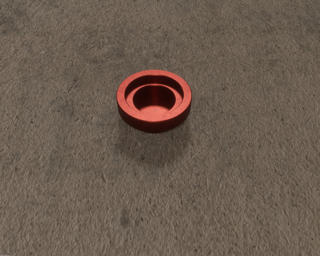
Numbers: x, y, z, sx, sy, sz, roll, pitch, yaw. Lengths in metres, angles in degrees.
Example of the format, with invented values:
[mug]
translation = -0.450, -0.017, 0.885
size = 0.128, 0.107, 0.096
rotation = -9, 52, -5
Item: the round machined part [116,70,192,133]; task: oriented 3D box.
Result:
[round machined part]
translation = -0.008, -0.031, 0.418
size = 0.099, 0.042, 0.098
rotation = 0, 50, 0
